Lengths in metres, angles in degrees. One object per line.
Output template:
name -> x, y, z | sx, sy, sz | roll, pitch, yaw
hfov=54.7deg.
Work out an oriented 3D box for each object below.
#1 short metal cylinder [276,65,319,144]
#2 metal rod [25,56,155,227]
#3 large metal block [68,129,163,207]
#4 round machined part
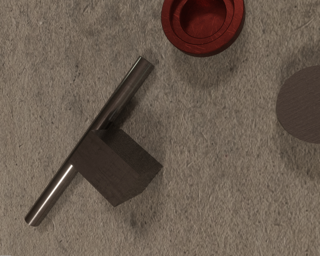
short metal cylinder -> 0.169, -0.024, 0.336 | 0.080, 0.050, 0.079 | 0, 90, 19
metal rod -> -0.106, 0.026, 0.445 | 0.025, 0.025, 0.299 | 41, 102, 15
large metal block -> -0.053, 0.046, 0.397 | 0.080, 0.080, 0.050 | 41, 103, 15
round machined part -> 0.054, -0.135, 0.380 | 0.098, 0.042, 0.097 | 0, 90, 19
